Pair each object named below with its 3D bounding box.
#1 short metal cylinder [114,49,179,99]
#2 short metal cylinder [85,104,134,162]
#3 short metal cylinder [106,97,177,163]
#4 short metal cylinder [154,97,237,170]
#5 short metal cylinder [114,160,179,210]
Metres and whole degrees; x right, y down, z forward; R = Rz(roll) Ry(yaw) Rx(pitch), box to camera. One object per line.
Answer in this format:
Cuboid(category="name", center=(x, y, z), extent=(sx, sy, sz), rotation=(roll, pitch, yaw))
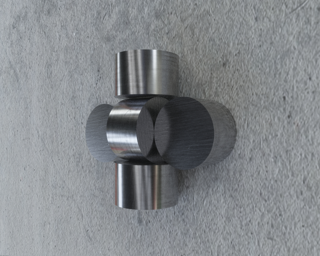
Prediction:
Cuboid(category="short metal cylinder", center=(-0.017, -0.063, 0.385), extent=(0.080, 0.081, 0.050), rotation=(0, 90, 40))
Cuboid(category="short metal cylinder", center=(-0.060, 0.007, 0.440), extent=(0.080, 0.050, 0.080), rotation=(0, 90, 39))
Cuboid(category="short metal cylinder", center=(-0.019, 0.002, 0.387), extent=(0.050, 0.081, 0.080), rotation=(1, 91, 40))
Cuboid(category="short metal cylinder", center=(0.040, 0.005, 0.357), extent=(0.080, 0.050, 0.080), rotation=(0, 91, 40))
Cuboid(category="short metal cylinder", center=(-0.017, 0.067, 0.386), extent=(0.080, 0.081, 0.050), rotation=(0, 90, 40))
